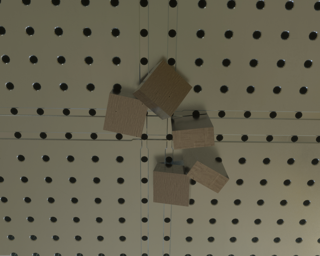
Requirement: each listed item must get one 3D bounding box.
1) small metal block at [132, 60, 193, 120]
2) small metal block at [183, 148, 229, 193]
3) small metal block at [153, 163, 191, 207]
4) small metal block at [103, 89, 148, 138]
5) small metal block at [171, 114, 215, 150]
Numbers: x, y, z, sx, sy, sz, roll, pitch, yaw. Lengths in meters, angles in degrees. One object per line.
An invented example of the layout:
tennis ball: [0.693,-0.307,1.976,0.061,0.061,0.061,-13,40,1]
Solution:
small metal block: [0.003,-0.046,0.383,0.050,0.025,0.050,41,69,-14]
small metal block: [0.061,0.055,0.421,0.050,0.050,0.025,30,107,-11]
small metal block: [0.018,0.080,0.437,0.050,0.025,0.050,5,111,11]
small metal block: [-0.043,-0.019,0.406,0.050,0.025,0.050,12,110,-5]
small metal block: [0.041,0.004,0.402,0.050,0.050,0.025,-6,110,2]
